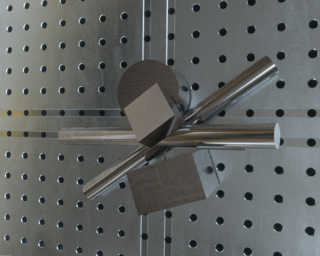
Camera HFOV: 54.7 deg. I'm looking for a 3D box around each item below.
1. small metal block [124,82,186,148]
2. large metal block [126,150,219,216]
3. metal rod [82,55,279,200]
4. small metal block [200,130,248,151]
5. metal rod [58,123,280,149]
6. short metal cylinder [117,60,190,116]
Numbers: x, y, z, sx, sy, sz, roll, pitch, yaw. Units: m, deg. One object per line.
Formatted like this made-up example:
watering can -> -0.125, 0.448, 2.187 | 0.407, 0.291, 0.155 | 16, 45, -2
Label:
small metal block -> -0.007, -0.014, 0.349 | 0.050, 0.025, 0.050 | -37, 56, 16
large metal block -> 0.018, 0.061, 0.372 | 0.080, 0.080, 0.050 | -19, 84, 19
metal rod -> 0.015, 0.009, 0.404 | 0.300, 0.025, 0.025 | -36, 79, 16
small metal block -> 0.078, 0.012, 0.368 | 0.050, 0.050, 0.025 | 0, 90, 21
metal rod -> -0.014, 0.010, 0.376 | 0.300, 0.025, 0.025 | -1, 90, 33
short metal cylinder -> -0.007, -0.043, 0.398 | 0.080, 0.050, 0.079 | 0, 89, 20
